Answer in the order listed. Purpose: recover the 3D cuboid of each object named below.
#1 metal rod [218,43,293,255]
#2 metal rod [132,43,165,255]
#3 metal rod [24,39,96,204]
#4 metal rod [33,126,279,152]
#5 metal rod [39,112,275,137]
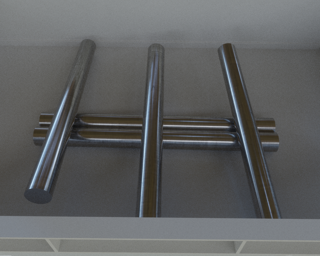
[{"bbox_3d":[0.105,0.015,0.363,0.025,0.025,0.299,-3,58,-3],"label":"metal rod"},{"bbox_3d":[-0.009,-0.003,0.374,0.025,0.025,0.300,1,50,1],"label":"metal rod"},{"bbox_3d":[-0.116,-0.036,0.401,0.025,0.025,0.300,0,42,-1],"label":"metal rod"},{"bbox_3d":[-0.005,0.014,0.392,0.302,0.025,0.025,1,50,0],"label":"metal rod"},{"bbox_3d":[-0.004,-0.005,0.408,0.302,0.025,0.025,1,50,0],"label":"metal rod"}]
